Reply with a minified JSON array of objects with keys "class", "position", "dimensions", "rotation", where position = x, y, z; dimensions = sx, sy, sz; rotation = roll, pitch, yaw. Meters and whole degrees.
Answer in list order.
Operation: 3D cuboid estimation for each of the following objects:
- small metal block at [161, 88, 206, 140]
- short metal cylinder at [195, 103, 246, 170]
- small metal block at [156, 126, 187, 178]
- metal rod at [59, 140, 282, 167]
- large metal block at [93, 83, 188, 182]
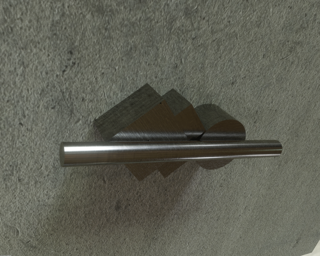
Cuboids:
[{"class":"small metal block","position":[0.027,-0.017,0.397],"dimensions":[0.025,0.050,0.050],"rotation":[-37,130,-4]},{"class":"short metal cylinder","position":[0.073,0.012,0.438],"dimensions":[0.081,0.050,0.079],"rotation":[-14,124,-21]},{"class":"small metal block","position":[0.010,0.031,0.418],"dimensions":[0.050,0.050,0.025],"rotation":[-36,130,-4]},{"class":"metal rod","position":[0.036,0.028,0.378],"dimensions":[0.303,0.025,0.025],"rotation":[1,118,-29]},{"class":"large metal block","position":[-0.020,0.006,0.383],"dimensions":[0.080,0.050,0.080],"rotation":[-36,129,-4]}]
